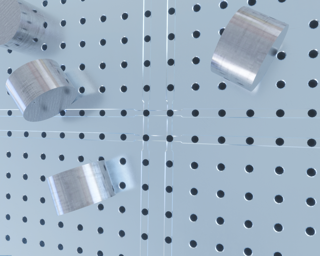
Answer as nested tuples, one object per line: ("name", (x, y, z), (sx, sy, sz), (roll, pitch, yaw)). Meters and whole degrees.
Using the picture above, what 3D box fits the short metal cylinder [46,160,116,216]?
("short metal cylinder", (-0.106, 0.080, 0.421), (0.080, 0.080, 0.050), (-21, 83, 19))

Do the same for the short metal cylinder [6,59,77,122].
("short metal cylinder", (-0.168, -0.053, 0.443), (0.080, 0.080, 0.050), (-39, 78, 16))

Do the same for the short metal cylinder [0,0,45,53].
("short metal cylinder", (-0.229, -0.162, 0.480), (0.080, 0.050, 0.079), (0, 90, 20))

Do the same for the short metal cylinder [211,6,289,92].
("short metal cylinder", (0.100, -0.088, 0.348), (0.050, 0.080, 0.080), (31, 100, 17))
